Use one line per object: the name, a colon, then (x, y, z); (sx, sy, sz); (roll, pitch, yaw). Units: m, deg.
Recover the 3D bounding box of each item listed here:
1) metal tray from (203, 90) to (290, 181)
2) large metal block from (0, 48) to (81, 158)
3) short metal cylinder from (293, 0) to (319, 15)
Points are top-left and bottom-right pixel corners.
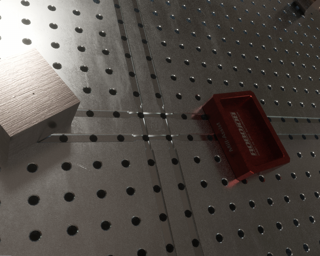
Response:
metal tray: (0.131, 0.007, 0.473); (0.091, 0.030, 0.130); (-9, 67, -33)
large metal block: (-0.147, -0.029, 0.331); (0.080, 0.050, 0.081); (49, 51, 6)
short metal cylinder: (0.392, -0.339, 0.796); (0.081, 0.080, 0.050); (-23, 75, -37)
